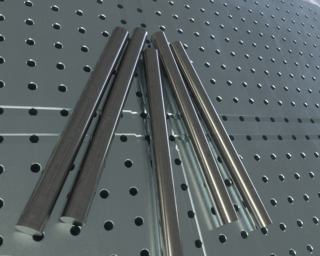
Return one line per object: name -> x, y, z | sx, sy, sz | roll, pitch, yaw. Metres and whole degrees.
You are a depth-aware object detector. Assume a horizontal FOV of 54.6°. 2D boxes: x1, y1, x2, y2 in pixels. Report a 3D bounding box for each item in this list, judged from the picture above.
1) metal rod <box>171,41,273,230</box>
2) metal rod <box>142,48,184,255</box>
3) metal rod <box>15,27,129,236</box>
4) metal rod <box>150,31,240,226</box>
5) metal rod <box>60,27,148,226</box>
metal rod -> 0.079, -0.002, 0.451 | 0.025, 0.025, 0.299 | -10, 67, -32
metal rod -> 0.000, 0.018, 0.397 | 0.025, 0.025, 0.299 | 8, 58, -24
metal rod -> -0.089, -0.023, 0.373 | 0.025, 0.025, 0.300 | 25, 53, -13
metal rod -> 0.041, -0.014, 0.438 | 0.025, 0.025, 0.299 | -5, 64, -30
metal rod -> -0.059, -0.027, 0.393 | 0.025, 0.025, 0.300 | 23, 53, -14
